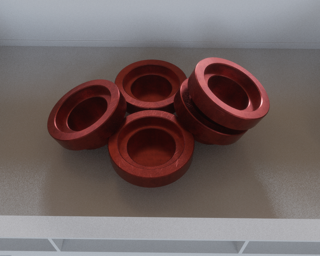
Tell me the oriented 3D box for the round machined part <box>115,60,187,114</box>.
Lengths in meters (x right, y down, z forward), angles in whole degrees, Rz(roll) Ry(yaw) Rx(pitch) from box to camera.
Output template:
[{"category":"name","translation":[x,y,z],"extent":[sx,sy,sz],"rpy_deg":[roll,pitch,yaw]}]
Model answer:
[{"category":"round machined part","translation":[-0.012,-0.048,0.432],"extent":[0.099,0.042,0.098],"rpy_deg":[0,50,0]}]

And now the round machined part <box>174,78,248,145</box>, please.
[{"category":"round machined part","translation":[0.062,-0.018,0.393],"extent":[0.099,0.042,0.098],"rpy_deg":[15,47,-17]}]

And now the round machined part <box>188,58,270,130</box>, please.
[{"category":"round machined part","translation":[0.077,-0.036,0.372],"extent":[0.099,0.042,0.098],"rpy_deg":[15,48,-17]}]

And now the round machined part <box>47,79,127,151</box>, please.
[{"category":"round machined part","translation":[-0.086,-0.012,0.388],"extent":[0.098,0.042,0.098],"rpy_deg":[-13,48,16]}]

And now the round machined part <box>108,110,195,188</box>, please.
[{"category":"round machined part","translation":[-0.010,0.028,0.367],"extent":[0.099,0.042,0.098],"rpy_deg":[0,50,0]}]
